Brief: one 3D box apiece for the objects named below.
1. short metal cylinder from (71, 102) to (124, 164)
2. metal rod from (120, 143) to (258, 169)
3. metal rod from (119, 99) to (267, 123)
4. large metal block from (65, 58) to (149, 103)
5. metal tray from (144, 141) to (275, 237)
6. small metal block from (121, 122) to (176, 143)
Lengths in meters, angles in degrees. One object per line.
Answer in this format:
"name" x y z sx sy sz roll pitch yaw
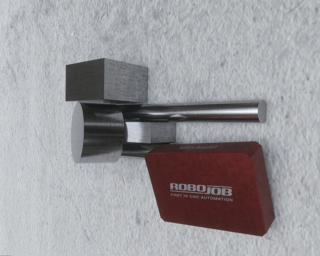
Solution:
"short metal cylinder" -0.085 0.007 0.412 0.080 0.050 0.080 -8 81 63
"metal rod" -0.014 0.031 0.416 0.300 0.025 0.025 0 90 39
"metal rod" -0.010 -0.020 0.413 0.300 0.025 0.025 1 91 39
"large metal block" -0.072 -0.061 0.429 0.080 0.081 0.050 1 91 39
"metal tray" 0.050 0.064 0.342 0.130 0.030 0.089 -5 105 38
"small metal block" -0.014 0.005 0.399 0.050 0.050 0.025 1 91 39
